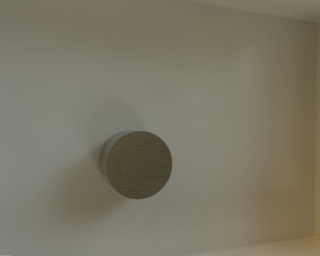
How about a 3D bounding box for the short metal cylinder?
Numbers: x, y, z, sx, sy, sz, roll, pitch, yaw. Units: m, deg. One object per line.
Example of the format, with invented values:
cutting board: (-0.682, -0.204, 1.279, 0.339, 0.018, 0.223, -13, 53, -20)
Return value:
short metal cylinder: (-0.031, 0.043, 0.386, 0.081, 0.050, 0.080, 0, 90, -20)
